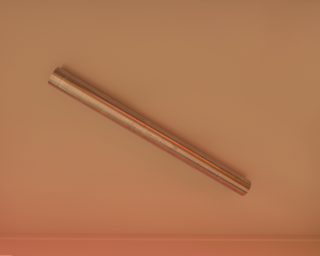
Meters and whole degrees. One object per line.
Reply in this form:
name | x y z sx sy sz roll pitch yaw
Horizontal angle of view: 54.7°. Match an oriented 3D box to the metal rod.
metal rod | -0.005 0.010 0.413 0.301 0.025 0.025 31 107 -11
